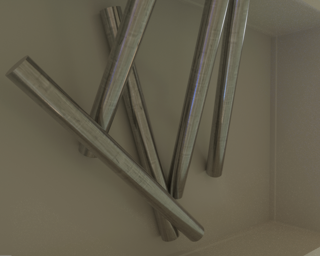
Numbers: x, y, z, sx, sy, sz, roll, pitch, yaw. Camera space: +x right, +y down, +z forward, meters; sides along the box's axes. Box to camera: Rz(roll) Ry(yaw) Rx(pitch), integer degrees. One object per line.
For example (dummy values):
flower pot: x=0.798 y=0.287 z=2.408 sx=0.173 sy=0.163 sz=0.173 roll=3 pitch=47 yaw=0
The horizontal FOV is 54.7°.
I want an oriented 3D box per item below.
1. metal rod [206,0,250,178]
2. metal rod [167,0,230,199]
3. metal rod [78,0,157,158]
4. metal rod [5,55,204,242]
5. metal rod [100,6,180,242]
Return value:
metal rod: x=0.087 y=-0.058 z=0.401 sx=0.025 sy=0.025 sz=0.298 roll=-26 pitch=131 yaw=-37
metal rod: x=0.044 y=-0.045 z=0.367 sx=0.025 sy=0.025 sz=0.298 roll=-10 pitch=120 yaw=-40
metal rod: x=-0.023 y=-0.102 z=0.292 sx=0.025 sy=0.025 sz=0.298 roll=5 pitch=117 yaw=-40
metal rod: x=-0.036 y=0.044 z=0.336 sx=0.300 sy=0.025 sz=0.025 roll=49 pitch=61 yaw=-32
metal rod: x=-0.022 y=0.005 z=0.388 sx=0.025 sy=0.025 sz=0.298 roll=-23 pitch=105 yaw=-38
